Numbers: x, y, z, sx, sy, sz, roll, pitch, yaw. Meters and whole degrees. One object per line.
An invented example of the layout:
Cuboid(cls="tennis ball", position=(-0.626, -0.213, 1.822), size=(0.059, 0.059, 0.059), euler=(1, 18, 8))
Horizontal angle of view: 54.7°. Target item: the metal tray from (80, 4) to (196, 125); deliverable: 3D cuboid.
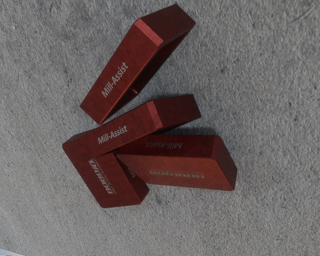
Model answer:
Cuboid(cls="metal tray", position=(-0.025, -0.067, 0.336), size=(0.030, 0.090, 0.129), euler=(44, 129, -1))

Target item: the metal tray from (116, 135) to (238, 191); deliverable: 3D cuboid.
Cuboid(cls="metal tray", position=(0.023, 0.044, 0.393), size=(0.130, 0.030, 0.090), euler=(-1, 147, 28))

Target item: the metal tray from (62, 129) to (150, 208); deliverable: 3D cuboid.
Cuboid(cls="metal tray", position=(-0.085, 0.064, 0.488), size=(0.090, 0.030, 0.130), euler=(-16, 110, 34))

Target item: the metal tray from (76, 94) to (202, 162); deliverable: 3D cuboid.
Cuboid(cls="metal tray", position=(-0.027, 0.000, 0.375), size=(0.130, 0.091, 0.030), euler=(-24, 85, 36))
